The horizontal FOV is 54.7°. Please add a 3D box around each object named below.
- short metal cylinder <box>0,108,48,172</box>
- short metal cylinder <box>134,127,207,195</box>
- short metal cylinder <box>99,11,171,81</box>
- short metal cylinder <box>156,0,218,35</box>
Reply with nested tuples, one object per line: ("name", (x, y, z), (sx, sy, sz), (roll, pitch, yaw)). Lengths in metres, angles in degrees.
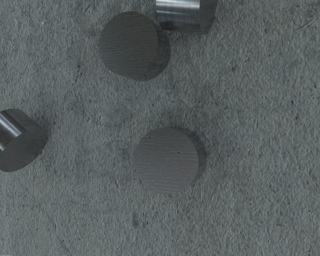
("short metal cylinder", (-0.216, 0.018, 0.456), (0.050, 0.080, 0.080), (38, 102, 16))
("short metal cylinder", (0.015, 0.039, 0.390), (0.080, 0.050, 0.080), (0, 90, 20))
("short metal cylinder", (-0.032, -0.105, 0.407), (0.080, 0.050, 0.080), (0, 90, 20))
("short metal cylinder", (0.035, -0.155, 0.367), (0.050, 0.080, 0.080), (13, 95, 19))
